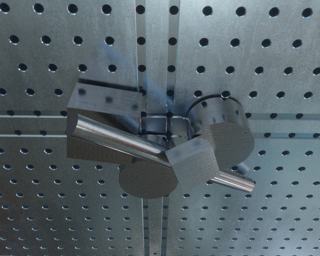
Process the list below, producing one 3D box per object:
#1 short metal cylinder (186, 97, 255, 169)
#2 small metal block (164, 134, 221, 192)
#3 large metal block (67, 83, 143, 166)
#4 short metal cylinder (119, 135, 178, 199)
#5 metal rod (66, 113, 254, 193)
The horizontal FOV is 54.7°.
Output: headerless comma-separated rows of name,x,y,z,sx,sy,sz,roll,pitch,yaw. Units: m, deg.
short metal cylinder,0.075,0.008,0.398,0.081,0.050,0.079,0,130,0
small metal block,0.039,0.042,0.368,0.050,0.025,0.050,-25,128,-3
large metal block,-0.069,-0.003,0.385,0.081,0.050,0.079,8,130,-7
short metal cylinder,-0.015,0.055,0.437,0.081,0.050,0.079,0,130,0
metal rod,0.025,0.043,0.398,0.302,0.025,0.025,22,128,-36
